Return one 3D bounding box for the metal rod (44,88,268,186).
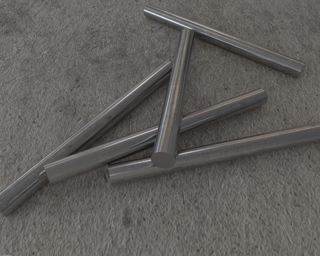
[{"bbox_3d":[0.011,0.004,0.390,0.302,0.025,0.025,-20,53,-20],"label":"metal rod"}]

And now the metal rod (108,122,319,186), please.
[{"bbox_3d":[0.089,0.027,0.380,0.302,0.025,0.025,-11,51,-9],"label":"metal rod"}]

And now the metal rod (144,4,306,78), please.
[{"bbox_3d":[0.098,-0.157,0.535,0.300,0.025,0.025,29,56,22],"label":"metal rod"}]

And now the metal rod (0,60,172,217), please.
[{"bbox_3d":[-0.079,-0.004,0.405,0.025,0.025,0.301,31,57,23],"label":"metal rod"}]

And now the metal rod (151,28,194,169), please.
[{"bbox_3d":[0.025,-0.065,0.428,0.025,0.025,0.300,7,42,5],"label":"metal rod"}]
